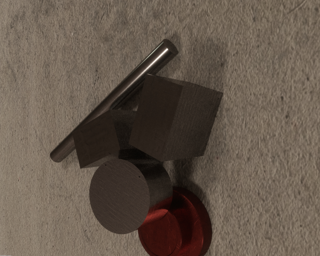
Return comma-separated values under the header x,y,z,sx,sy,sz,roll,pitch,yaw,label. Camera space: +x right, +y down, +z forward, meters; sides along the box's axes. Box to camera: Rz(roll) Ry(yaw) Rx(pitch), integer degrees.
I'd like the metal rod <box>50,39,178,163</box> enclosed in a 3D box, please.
x,y,z,sx,sy,sz,roll,pitch,yaw,label
-0.086,-0.026,0.472,0.299,0.025,0.025,-38,67,33,metal rod

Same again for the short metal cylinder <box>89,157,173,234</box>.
x,y,z,sx,sy,sz,roll,pitch,yaw,label
-0.033,0.074,0.353,0.080,0.050,0.080,-1,87,29,short metal cylinder

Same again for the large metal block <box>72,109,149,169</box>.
x,y,z,sx,sy,sz,roll,pitch,yaw,label
-0.055,0.015,0.412,0.080,0.081,0.050,-26,74,37,large metal block

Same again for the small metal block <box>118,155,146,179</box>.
x,y,z,sx,sy,sz,roll,pitch,yaw,label
-0.043,0.065,0.422,0.025,0.050,0.050,49,119,29,small metal block

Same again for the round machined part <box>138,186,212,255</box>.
x,y,z,sx,sy,sz,roll,pitch,yaw,label
0.011,0.124,0.383,0.098,0.042,0.097,0,90,39,round machined part

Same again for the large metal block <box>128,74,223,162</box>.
x,y,z,sx,sy,sz,roll,pitch,yaw,label
0.019,-0.012,0.352,0.050,0.081,0.079,25,106,37,large metal block
